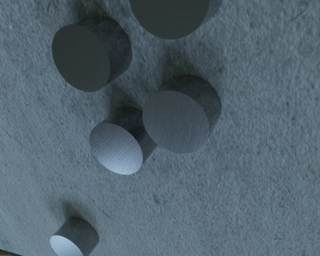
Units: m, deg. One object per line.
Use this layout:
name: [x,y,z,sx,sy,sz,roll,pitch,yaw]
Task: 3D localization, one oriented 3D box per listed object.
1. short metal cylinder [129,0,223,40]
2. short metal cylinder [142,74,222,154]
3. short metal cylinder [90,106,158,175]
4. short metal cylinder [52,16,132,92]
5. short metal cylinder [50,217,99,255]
short metal cylinder: [0.017,-0.132,0.299,0.080,0.050,0.079,13,124,20]
short metal cylinder: [0.027,-0.017,0.365,0.080,0.050,0.079,13,124,20]
short metal cylinder: [-0.048,0.017,0.425,0.080,0.050,0.079,13,124,20]
short metal cylinder: [-0.082,-0.090,0.376,0.080,0.050,0.079,13,124,20]
short metal cylinder: [-0.169,0.225,0.616,0.080,0.050,0.079,13,124,20]
